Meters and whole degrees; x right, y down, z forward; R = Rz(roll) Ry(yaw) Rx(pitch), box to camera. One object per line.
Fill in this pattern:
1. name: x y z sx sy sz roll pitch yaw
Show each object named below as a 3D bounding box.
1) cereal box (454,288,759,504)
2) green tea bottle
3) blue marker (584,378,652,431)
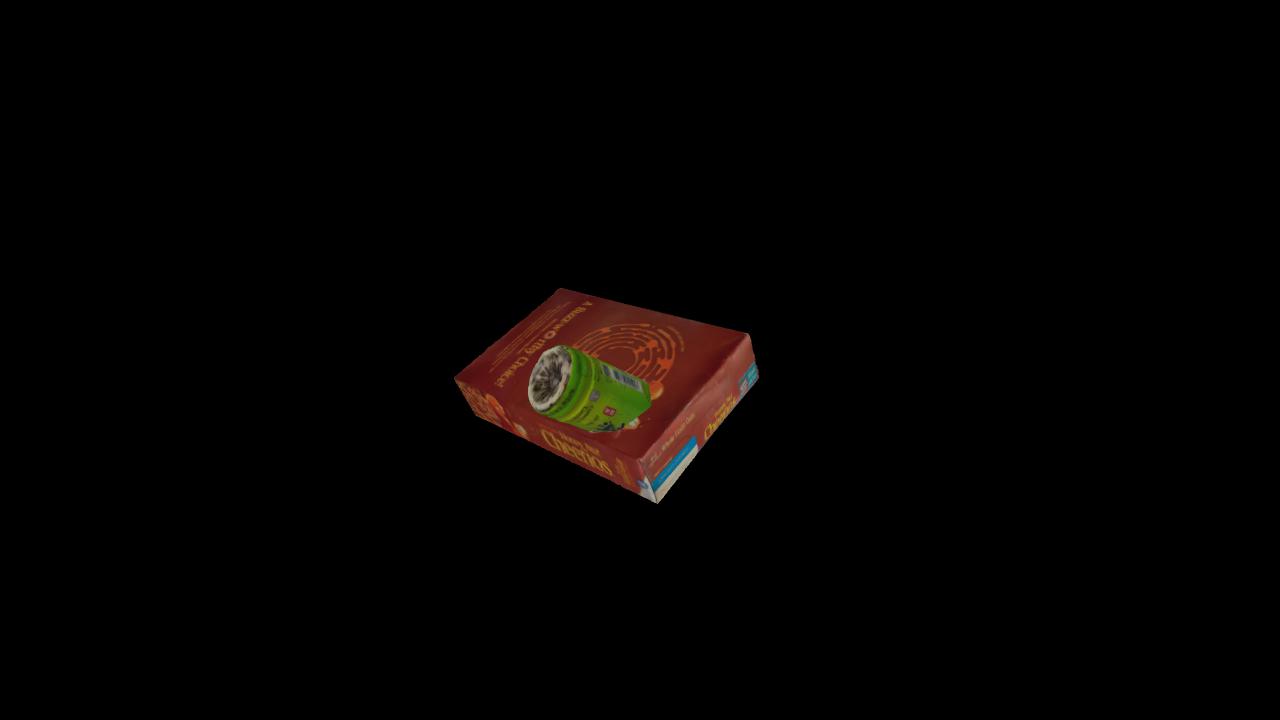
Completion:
1. cereal box: -0.044 0.023 0.724 0.306 0.081 0.203 17 50 36
2. green tea bottle: -0.012 0.051 0.636 0.212 0.073 0.073 25 -15 -37
3. blue marker: 0.025 0.003 0.726 0.121 0.020 0.020 -42 3 -3
